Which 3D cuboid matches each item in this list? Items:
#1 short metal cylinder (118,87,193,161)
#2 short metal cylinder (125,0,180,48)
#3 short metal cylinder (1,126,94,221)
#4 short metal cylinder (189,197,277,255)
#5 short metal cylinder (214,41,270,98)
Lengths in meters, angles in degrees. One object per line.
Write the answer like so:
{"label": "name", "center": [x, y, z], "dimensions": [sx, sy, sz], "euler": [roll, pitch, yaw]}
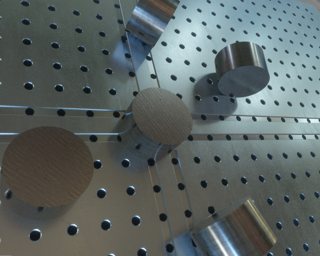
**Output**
{"label": "short metal cylinder", "center": [-0.006, -0.004, 0.393], "dimensions": [0.081, 0.050, 0.080], "euler": [14, 56, -21]}
{"label": "short metal cylinder", "center": [-0.012, -0.171, 0.472], "dimensions": [0.050, 0.080, 0.080], "euler": [30, 52, -10]}
{"label": "short metal cylinder", "center": [-0.112, 0.045, 0.305], "dimensions": [0.081, 0.050, 0.080], "euler": [14, 56, -21]}
{"label": "short metal cylinder", "center": [0.080, 0.119, 0.345], "dimensions": [0.081, 0.080, 0.050], "euler": [-22, 74, -36]}
{"label": "short metal cylinder", "center": [0.132, -0.093, 0.503], "dimensions": [0.081, 0.080, 0.050], "euler": [12, 57, -22]}
